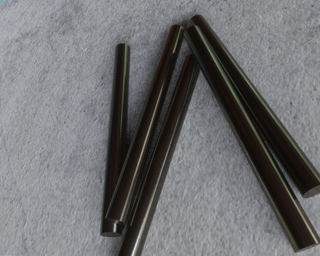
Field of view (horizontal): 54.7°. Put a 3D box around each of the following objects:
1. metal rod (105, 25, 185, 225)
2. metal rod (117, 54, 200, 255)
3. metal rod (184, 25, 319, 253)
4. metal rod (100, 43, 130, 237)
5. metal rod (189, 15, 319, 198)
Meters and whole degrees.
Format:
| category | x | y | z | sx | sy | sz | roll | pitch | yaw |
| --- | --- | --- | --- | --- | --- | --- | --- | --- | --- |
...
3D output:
| category | x | y | z | sx | sy | sz | roll | pitch | yaw |
| --- | --- | --- | --- | --- | --- | --- | --- | --- | --- |
| metal rod | -0.011 | -0.024 | 0.411 | 0.025 | 0.025 | 0.300 | 0 | 58 | 28 |
| metal rod | 0.002 | 0.035 | 0.379 | 0.025 | 0.025 | 0.300 | 6 | 64 | 30 |
| metal rod | 0.087 | -0.014 | 0.352 | 0.025 | 0.025 | 0.299 | -27 | 57 | 11 |
| metal rod | -0.059 | -0.004 | 0.435 | 0.025 | 0.025 | 0.299 | -14 | 56 | 20 |
| metal rod | 0.101 | -0.051 | 0.381 | 0.025 | 0.025 | 0.299 | -29 | 52 | 9 |
